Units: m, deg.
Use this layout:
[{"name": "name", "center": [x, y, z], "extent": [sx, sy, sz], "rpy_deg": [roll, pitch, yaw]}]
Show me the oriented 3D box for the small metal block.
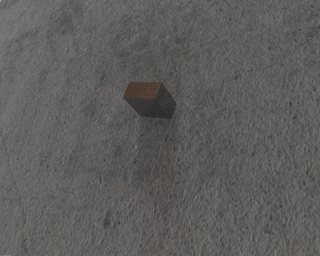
[{"name": "small metal block", "center": [-0.013, -0.037, 0.417], "extent": [0.050, 0.050, 0.025], "rpy_deg": [6, 65, 30]}]
